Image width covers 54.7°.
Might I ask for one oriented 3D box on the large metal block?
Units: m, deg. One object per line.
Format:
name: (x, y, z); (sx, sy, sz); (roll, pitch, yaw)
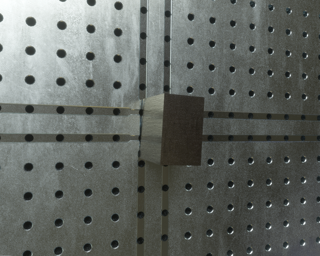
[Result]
large metal block: (0.012, 0.002, 0.388); (0.050, 0.080, 0.079); (4, 89, -20)
